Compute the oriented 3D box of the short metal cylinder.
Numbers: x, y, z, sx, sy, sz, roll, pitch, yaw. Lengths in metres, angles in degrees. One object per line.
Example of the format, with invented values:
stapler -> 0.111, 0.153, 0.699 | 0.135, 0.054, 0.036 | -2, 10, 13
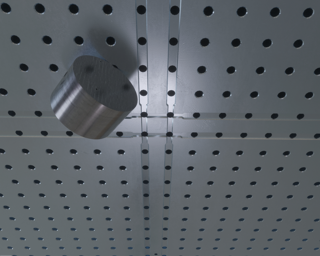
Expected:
short metal cylinder -> -0.072, -0.034, 0.346 | 0.080, 0.080, 0.050 | 31, 123, -24
